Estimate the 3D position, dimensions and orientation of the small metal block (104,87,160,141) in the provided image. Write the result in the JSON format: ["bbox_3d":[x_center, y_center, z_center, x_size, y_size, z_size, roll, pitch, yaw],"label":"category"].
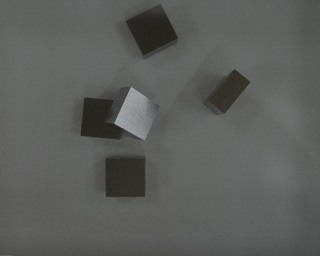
[{"bbox_3d":[-0.035,-0.018,0.394,0.050,0.025,0.050,32,74,-36],"label":"small metal block"}]

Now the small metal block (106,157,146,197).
[{"bbox_3d":[-0.045,0.064,0.411,0.050,0.025,0.050,0,90,0],"label":"small metal block"}]

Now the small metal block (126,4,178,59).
[{"bbox_3d":[-0.010,-0.127,0.411,0.050,0.025,0.050,-27,90,0],"label":"small metal block"}]

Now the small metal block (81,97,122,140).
[{"bbox_3d":[-0.075,-0.012,0.411,0.050,0.025,0.050,5,90,0],"label":"small metal block"}]

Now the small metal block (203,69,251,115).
[{"bbox_3d":[0.084,-0.044,0.399,0.025,0.050,0.050,39,90,0],"label":"small metal block"}]
